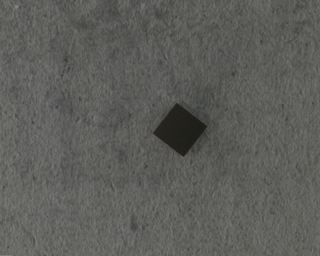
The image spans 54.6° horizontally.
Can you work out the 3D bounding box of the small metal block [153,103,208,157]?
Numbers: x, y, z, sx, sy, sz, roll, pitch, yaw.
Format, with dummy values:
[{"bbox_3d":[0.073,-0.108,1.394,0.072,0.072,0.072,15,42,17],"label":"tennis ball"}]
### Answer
[{"bbox_3d":[0.026,0.002,0.410,0.050,0.025,0.050,38,90,0],"label":"small metal block"}]
